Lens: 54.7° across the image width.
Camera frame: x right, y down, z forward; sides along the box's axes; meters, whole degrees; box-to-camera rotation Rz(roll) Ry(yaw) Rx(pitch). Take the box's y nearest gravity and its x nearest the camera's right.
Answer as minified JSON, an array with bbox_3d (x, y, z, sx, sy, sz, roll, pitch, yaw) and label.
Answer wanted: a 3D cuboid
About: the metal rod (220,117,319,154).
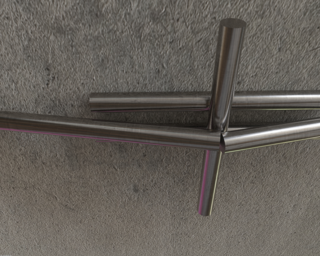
[{"bbox_3d":[0.220,-0.005,0.375,0.302,0.025,0.025,-9,131,-6],"label":"metal rod"}]

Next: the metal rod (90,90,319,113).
[{"bbox_3d":[0.067,-0.033,0.381,0.302,0.025,0.025,-1,130,0],"label":"metal rod"}]

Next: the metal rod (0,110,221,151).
[{"bbox_3d":[-0.080,0.001,0.375,0.302,0.025,0.025,5,131,7],"label":"metal rod"}]

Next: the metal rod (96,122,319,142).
[{"bbox_3d":[0.067,0.005,0.413,0.302,0.025,0.025,-1,130,0],"label":"metal rod"}]

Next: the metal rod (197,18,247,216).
[{"bbox_3d":[0.070,0.014,0.389,0.025,0.025,0.298,0,130,0],"label":"metal rod"}]
